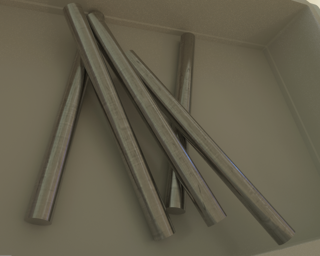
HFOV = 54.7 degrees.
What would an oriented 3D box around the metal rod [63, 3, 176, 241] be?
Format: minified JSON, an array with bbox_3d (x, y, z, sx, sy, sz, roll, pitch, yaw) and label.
[{"bbox_3d":[-0.053,-0.016,0.365,0.025,0.025,0.299,-16,77,-34],"label":"metal rod"}]

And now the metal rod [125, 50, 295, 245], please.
[{"bbox_3d":[0.050,0.015,0.387,0.025,0.025,0.300,-31,74,-38],"label":"metal rod"}]

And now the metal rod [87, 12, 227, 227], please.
[{"bbox_3d":[-0.013,-0.021,0.377,0.025,0.025,0.299,-22,74,-36],"label":"metal rod"}]

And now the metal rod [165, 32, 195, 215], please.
[{"bbox_3d":[0.032,-0.028,0.439,0.025,0.025,0.300,19,54,-17],"label":"metal rod"}]

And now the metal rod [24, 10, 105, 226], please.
[{"bbox_3d":[-0.104,-0.037,0.372,0.025,0.025,0.300,17,55,-18],"label":"metal rod"}]
